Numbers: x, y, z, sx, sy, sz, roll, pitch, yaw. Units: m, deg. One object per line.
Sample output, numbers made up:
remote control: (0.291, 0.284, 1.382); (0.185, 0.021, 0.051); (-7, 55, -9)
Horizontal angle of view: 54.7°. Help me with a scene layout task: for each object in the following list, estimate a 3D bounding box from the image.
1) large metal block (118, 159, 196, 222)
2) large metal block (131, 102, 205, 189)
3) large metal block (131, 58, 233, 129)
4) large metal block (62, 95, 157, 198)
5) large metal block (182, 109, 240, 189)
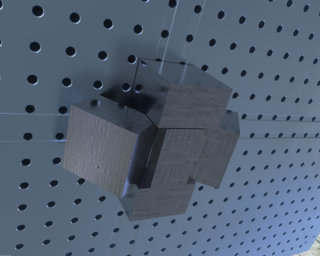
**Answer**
large metal block: (-0.012, 0.073, 0.414); (0.081, 0.080, 0.050); (1, 118, -29)
large metal block: (0.003, 0.017, 0.388); (0.050, 0.080, 0.079); (1, 118, -29)
large metal block: (0.022, -0.041, 0.363); (0.081, 0.080, 0.050); (1, 118, -29)
large metal block: (-0.057, 0.018, 0.349); (0.050, 0.080, 0.079); (-36, 146, -60)
large metal block: (0.068, 0.021, 0.416); (0.050, 0.080, 0.079); (17, 114, 5)
